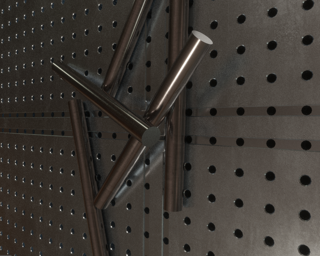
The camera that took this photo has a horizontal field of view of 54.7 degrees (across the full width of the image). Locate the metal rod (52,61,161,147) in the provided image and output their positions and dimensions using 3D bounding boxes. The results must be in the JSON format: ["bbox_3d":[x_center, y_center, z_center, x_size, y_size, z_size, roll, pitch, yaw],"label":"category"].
[{"bbox_3d":[-0.096,-0.050,0.450,0.300,0.025,0.025,35,112,46],"label":"metal rod"}]

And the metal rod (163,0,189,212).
[{"bbox_3d":[0.021,-0.046,0.390,0.025,0.025,0.298,3,92,39],"label":"metal rod"}]

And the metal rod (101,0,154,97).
[{"bbox_3d":[-0.027,-0.166,0.429,0.025,0.025,0.298,38,113,33],"label":"metal rod"}]

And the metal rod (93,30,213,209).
[{"bbox_3d":[-0.024,0.011,0.402,0.025,0.025,0.298,52,127,27],"label":"metal rod"}]

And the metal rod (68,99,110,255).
[{"bbox_3d":[-0.113,0.099,0.499,0.025,0.025,0.298,-20,78,38],"label":"metal rod"}]
